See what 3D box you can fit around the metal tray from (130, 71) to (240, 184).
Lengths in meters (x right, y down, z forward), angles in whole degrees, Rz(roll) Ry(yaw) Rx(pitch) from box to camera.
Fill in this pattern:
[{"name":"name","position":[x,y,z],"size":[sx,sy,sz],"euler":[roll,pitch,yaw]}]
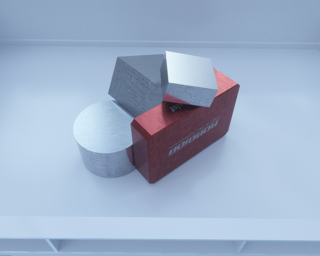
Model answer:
[{"name":"metal tray","position":[0.030,0.000,0.361],"size":[0.131,0.089,0.030],"euler":[-31,56,-24]}]

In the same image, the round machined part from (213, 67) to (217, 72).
[{"name":"round machined part","position":[0.047,-0.060,0.443],"size":[0.099,0.042,0.098],"euler":[0,50,0]}]

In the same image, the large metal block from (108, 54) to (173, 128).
[{"name":"large metal block","position":[-0.003,-0.049,0.382],"size":[0.080,0.050,0.081],"euler":[39,35,27]}]

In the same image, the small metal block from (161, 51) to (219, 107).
[{"name":"small metal block","position":[0.029,-0.051,0.322],"size":[0.050,0.025,0.050],"euler":[7,48,-12]}]

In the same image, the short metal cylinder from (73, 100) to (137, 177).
[{"name":"short metal cylinder","position":[-0.059,0.012,0.375],"size":[0.081,0.050,0.080],"euler":[0,50,0]}]
